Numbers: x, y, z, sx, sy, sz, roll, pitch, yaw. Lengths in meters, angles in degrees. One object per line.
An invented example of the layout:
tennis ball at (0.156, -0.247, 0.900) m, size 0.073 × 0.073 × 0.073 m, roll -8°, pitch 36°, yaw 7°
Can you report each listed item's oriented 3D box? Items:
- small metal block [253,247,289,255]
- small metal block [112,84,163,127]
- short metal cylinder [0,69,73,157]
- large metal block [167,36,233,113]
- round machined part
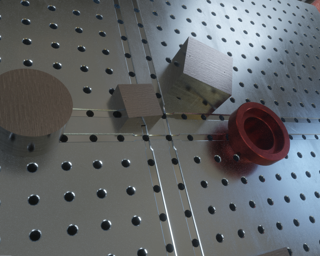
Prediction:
small metal block at (0.138, 0.178, 0.376) m, size 0.050 × 0.025 × 0.050 m, roll -1°, pitch 63°, yaw -29°
small metal block at (-0.030, -0.031, 0.412) m, size 0.050 × 0.025 × 0.050 m, roll -6°, pitch 65°, yaw -31°
short metal cylinder at (-0.138, -0.015, 0.328) m, size 0.081 × 0.050 × 0.080 m, roll 14°, pitch 56°, yaw -21°
large metal block at (0.063, -0.082, 0.478) m, size 0.080 × 0.050 × 0.080 m, roll 22°, pitch 53°, yaw -16°
round machined part at (0.144, 0.012, 0.470) m, size 0.099 × 0.042 × 0.098 m, roll 14°, pitch 56°, yaw -21°
